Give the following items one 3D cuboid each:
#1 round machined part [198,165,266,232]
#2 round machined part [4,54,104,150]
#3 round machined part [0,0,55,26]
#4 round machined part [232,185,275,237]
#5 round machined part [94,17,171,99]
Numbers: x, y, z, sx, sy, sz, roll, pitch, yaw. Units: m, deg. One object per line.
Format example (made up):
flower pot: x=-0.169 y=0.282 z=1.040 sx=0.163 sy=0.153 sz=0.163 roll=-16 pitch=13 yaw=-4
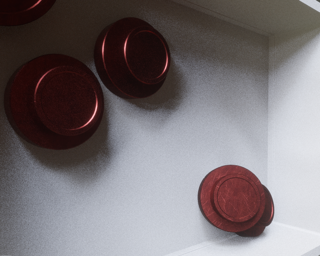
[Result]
round machined part: x=0.108 y=0.103 z=0.455 sx=0.099 sy=0.042 sz=0.098 roll=1 pitch=76 yaw=-3
round machined part: x=-0.099 y=-0.026 z=0.314 sx=0.099 sy=0.042 sz=0.097 roll=0 pitch=90 yaw=-40
round machined part: x=-0.138 y=-0.141 z=0.264 sx=0.099 sy=0.042 sz=0.097 roll=-20 pitch=128 yaw=-28
round machined part: x=0.152 y=0.128 z=0.511 sx=0.099 sy=0.042 sz=0.098 roll=16 pitch=65 yaw=-37
round machined part: x=-0.026 y=-0.085 z=0.376 sx=0.099 sy=0.042 sz=0.097 roll=0 pitch=90 yaw=-40
